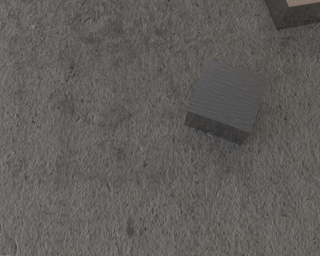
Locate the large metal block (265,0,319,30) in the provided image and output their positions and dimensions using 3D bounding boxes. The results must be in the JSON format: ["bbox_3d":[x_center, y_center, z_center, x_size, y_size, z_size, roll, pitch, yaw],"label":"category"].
[{"bbox_3d":[0.211,-0.204,0.471,0.081,0.050,0.080,-11,70,-4],"label":"large metal block"}]

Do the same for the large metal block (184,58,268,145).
[{"bbox_3d":[0.085,-0.034,0.408,0.080,0.050,0.080,20,71,7],"label":"large metal block"}]
